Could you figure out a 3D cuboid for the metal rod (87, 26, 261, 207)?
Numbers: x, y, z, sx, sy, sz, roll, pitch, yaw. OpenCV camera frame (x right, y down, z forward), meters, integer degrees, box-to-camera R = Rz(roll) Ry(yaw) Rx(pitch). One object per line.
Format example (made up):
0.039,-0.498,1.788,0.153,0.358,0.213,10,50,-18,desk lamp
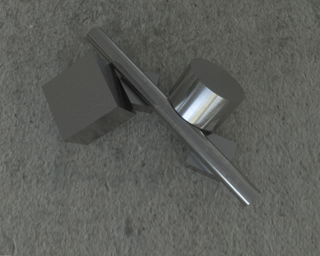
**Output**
0.007,-0.024,0.392,0.025,0.025,0.300,-39,75,-13,metal rod

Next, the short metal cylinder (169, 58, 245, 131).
0.059,-0.043,0.391,0.080,0.050,0.080,23,37,-19,short metal cylinder

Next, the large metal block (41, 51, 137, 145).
-0.089,-0.035,0.390,0.080,0.050,0.080,-31,72,13,large metal block

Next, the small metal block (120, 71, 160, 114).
-0.030,-0.051,0.428,0.050,0.025,0.050,12,70,4,small metal block

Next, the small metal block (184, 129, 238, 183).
0.065,0.035,0.398,0.050,0.025,0.050,23,71,8,small metal block
